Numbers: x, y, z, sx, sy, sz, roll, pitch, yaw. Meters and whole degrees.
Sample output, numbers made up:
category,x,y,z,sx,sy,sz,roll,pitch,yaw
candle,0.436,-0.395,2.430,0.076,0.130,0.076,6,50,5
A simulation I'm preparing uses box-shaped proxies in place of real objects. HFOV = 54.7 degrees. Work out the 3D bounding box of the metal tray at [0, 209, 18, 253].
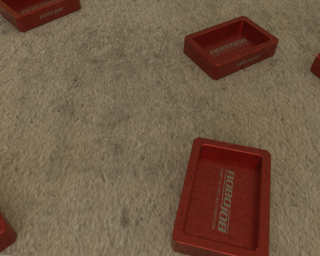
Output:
category,x,y,z,sx,sy,sz,roll,pitch,yaw
metal tray,-0.223,0.114,0.300,0.131,0.030,0.090,-36,59,-27

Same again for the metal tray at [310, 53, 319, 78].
category,x,y,z,sx,sy,sz,roll,pitch,yaw
metal tray,0.308,-0.074,0.465,0.091,0.030,0.130,-19,53,-16

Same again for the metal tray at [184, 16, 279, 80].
category,x,y,z,sx,sy,sz,roll,pitch,yaw
metal tray,0.117,-0.137,0.516,0.131,0.030,0.090,-25,55,-20

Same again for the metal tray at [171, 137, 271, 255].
category,x,y,z,sx,sy,sz,roll,pitch,yaw
metal tray,0.070,0.075,0.337,0.090,0.030,0.130,11,51,9

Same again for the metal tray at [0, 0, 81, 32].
category,x,y,z,sx,sy,sz,roll,pitch,yaw
metal tray,-0.232,-0.239,0.597,0.131,0.030,0.090,-35,59,-26
